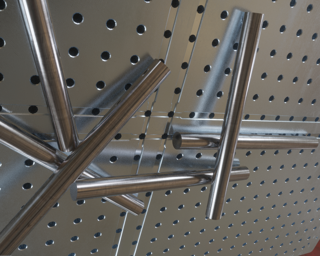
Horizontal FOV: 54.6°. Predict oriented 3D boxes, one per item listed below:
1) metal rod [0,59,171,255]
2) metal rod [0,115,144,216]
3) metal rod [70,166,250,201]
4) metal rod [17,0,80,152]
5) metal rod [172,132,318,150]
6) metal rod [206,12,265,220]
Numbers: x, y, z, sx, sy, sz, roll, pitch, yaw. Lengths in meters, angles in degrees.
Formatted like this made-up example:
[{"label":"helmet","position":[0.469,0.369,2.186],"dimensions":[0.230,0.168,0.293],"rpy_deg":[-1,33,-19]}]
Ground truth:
[{"label":"metal rod","position":[-0.094,0.039,0.353],"dimensions":[0.300,0.025,0.025],"rpy_deg":[-49,130,-6]},{"label":"metal rod","position":[-0.120,0.042,0.370],"dimensions":[0.025,0.025,0.300],"rpy_deg":[-45,129,3]},{"label":"metal rod","position":[0.022,0.075,0.451],"dimensions":[0.302,0.025,0.025],"rpy_deg":[1,118,-35]},{"label":"metal rod","position":[-0.113,-0.104,0.284],"dimensions":[0.025,0.025,0.298],"rpy_deg":[-16,125,-19]},{"label":"metal rod","position":[0.155,0.023,0.508],"dimensions":[0.302,0.025,0.025],"rpy_deg":[2,117,-30]},{"label":"metal rod","position":[0.101,-0.004,0.436],"dimensions":[0.025,0.025,0.298],"rpy_deg":[-3,112,-27]}]
